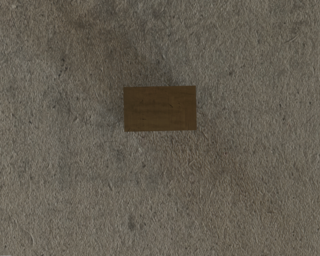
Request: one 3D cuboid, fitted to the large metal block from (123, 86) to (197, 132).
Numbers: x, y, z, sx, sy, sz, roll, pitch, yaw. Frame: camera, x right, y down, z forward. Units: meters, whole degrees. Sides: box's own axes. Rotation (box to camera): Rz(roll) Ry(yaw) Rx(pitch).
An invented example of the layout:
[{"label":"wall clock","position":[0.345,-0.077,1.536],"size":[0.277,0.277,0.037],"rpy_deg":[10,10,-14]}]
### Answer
[{"label":"large metal block","position":[0.000,-0.022,0.384],"size":[0.081,0.080,0.050],"rpy_deg":[-1,90,-1]}]
